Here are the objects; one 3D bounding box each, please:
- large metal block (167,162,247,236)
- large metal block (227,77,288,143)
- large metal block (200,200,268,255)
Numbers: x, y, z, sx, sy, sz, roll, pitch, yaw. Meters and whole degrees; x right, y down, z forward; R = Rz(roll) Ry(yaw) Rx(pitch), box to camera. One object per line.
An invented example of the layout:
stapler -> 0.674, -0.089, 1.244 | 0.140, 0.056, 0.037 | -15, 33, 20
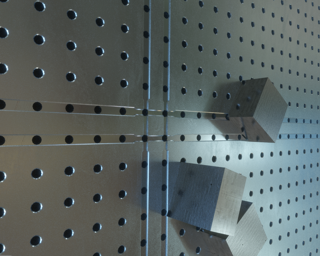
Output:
large metal block -> 0.064, 0.096, 0.430 | 0.050, 0.080, 0.080 | 26, 74, -38
large metal block -> 0.172, -0.030, 0.541 | 0.080, 0.050, 0.080 | 41, 65, -33
large metal block -> 0.120, 0.172, 0.497 | 0.080, 0.050, 0.080 | -40, 115, -33
